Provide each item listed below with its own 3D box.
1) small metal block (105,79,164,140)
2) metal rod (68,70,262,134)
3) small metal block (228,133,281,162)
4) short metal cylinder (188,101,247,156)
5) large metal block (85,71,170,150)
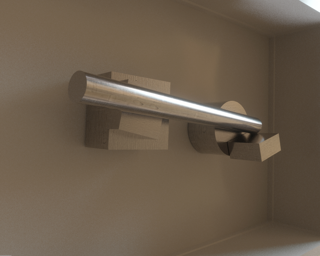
[{"bbox_3d":[-0.024,-0.017,0.321,0.050,0.025,0.050,17,79,-39],"label":"small metal block"},{"bbox_3d":[0.038,-0.017,0.347,0.302,0.025,0.025,8,85,-48],"label":"metal rod"},{"bbox_3d":[0.133,0.026,0.436,0.050,0.050,0.025,-19,102,-39],"label":"small metal block"},{"bbox_3d":[0.089,0.000,0.465,0.081,0.050,0.079,0,90,-40],"label":"short metal cylinder"},{"bbox_3d":[-0.036,-0.016,0.358,0.081,0.050,0.080,3,88,-40],"label":"large metal block"}]
